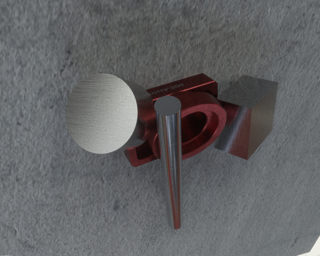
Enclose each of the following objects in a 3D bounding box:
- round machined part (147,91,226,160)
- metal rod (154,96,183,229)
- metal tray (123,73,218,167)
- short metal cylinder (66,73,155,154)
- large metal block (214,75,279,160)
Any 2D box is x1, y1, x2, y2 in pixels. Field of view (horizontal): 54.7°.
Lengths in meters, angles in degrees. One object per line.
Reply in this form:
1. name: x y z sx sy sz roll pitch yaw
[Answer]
1. round machined part: 0.028 -0.006 0.379 0.099 0.042 0.097 -19 142 -16
2. metal rod: 0.017 0.069 0.405 0.025 0.025 0.299 -25 145 -14
3. metal tray: 0.013 -0.011 0.407 0.131 0.030 0.089 -19 126 -18
4. short metal cylinder: -0.051 -0.014 0.329 0.080 0.080 0.050 -55 164 11
5. large metal block: 0.118 -0.017 0.427 0.080 0.050 0.079 -38 135 -38
